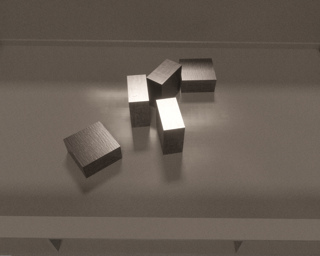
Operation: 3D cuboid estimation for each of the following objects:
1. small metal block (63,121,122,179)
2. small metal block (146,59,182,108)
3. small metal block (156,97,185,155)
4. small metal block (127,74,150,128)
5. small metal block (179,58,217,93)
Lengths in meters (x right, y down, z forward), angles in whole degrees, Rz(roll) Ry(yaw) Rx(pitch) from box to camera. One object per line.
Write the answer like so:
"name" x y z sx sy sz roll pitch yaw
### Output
"small metal block" -0.083 0.026 0.382 0.050 0.025 0.050 -30 56 -23
"small metal block" 0.006 -0.061 0.440 0.025 0.050 0.050 28 54 21
"small metal block" 0.012 -0.002 0.391 0.025 0.050 0.050 -8 51 -7
"small metal block" -0.029 -0.036 0.419 0.025 0.050 0.050 -5 51 -4
"small metal block" 0.056 -0.081 0.474 0.050 0.025 0.050 -2 50 -2
